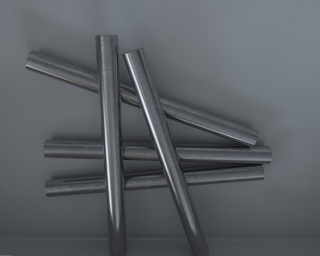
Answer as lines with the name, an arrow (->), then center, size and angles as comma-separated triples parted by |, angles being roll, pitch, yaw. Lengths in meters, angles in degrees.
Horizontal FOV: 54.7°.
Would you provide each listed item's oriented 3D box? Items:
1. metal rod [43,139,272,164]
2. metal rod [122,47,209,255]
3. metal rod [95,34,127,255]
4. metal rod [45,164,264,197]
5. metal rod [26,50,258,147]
metal rod -> -0.002, 0.032, 0.421 | 0.302, 0.025, 0.025 | 2, 110, -1
metal rod -> 0.014, 0.046, 0.400 | 0.025, 0.025, 0.298 | -17, 110, 6
metal rod -> -0.060, 0.037, 0.395 | 0.025, 0.025, 0.298 | 0, 110, -1
metal rod -> -0.008, 0.073, 0.437 | 0.302, 0.025, 0.025 | -5, 110, 1
metal rod -> -0.016, -0.034, 0.396 | 0.302, 0.025, 0.025 | 19, 109, -8
